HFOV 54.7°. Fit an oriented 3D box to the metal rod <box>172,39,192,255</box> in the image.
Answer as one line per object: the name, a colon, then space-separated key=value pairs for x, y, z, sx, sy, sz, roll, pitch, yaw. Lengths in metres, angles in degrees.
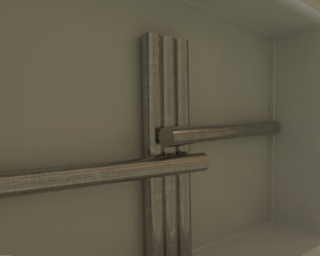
metal rod: x=0.030 y=0.028 z=0.432 sx=0.025 sy=0.025 sz=0.298 roll=-2 pitch=91 yaw=-40

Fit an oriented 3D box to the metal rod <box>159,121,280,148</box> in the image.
metal rod: x=0.112 y=0.005 z=0.479 sx=0.302 sy=0.025 sz=0.025 roll=-3 pitch=92 yaw=-46

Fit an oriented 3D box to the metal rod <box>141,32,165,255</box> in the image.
metal rod: x=-0.009 y=0.030 z=0.399 sx=0.025 sy=0.025 sz=0.298 roll=-2 pitch=91 yaw=-40

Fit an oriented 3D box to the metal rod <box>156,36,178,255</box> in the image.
metal rod: x=0.010 y=0.029 z=0.415 sx=0.025 sy=0.025 sz=0.298 roll=-2 pitch=91 yaw=-40

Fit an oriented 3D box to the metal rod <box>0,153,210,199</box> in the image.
metal rod: x=-0.067 y=0.049 z=0.329 sx=0.303 sy=0.025 sz=0.025 roll=-2 pitch=91 yaw=-34
